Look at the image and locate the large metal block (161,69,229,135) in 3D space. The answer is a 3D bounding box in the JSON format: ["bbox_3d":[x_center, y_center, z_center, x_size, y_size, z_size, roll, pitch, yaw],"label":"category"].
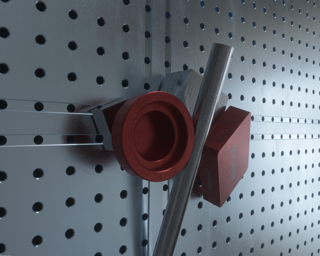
[{"bbox_3d":[0.041,-0.023,0.424,0.080,0.050,0.080,29,72,-37],"label":"large metal block"}]

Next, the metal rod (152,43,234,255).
[{"bbox_3d":[0.035,0.047,0.383,0.025,0.025,0.298,8,101,-40],"label":"metal rod"}]

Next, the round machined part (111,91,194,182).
[{"bbox_3d":[-0.011,0.009,0.349,0.099,0.042,0.097,-1,91,-37],"label":"round machined part"}]

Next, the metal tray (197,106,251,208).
[{"bbox_3d":[0.095,0.044,0.449,0.090,0.030,0.129,-46,142,-30],"label":"metal tray"}]

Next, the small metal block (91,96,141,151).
[{"bbox_3d":[-0.046,-0.006,0.367,0.050,0.025,0.050,-28,108,-37],"label":"small metal block"}]
